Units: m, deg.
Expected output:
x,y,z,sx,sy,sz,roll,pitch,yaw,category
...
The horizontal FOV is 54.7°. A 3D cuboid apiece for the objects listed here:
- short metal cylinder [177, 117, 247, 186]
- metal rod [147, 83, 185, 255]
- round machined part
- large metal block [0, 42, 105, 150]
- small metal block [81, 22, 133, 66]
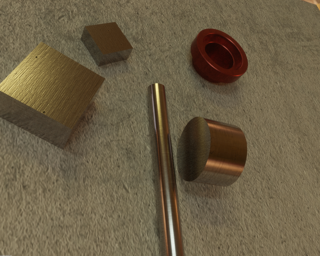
x,y,z,sx,sy,sz,roll,pitch,yaw,category
0.062,0.030,0.386,0.050,0.080,0.080,12,57,-22,short metal cylinder
0.008,0.075,0.363,0.025,0.025,0.299,9,58,-24,metal rod
0.093,-0.114,0.515,0.099,0.042,0.098,14,56,-21,round machined part
-0.120,-0.036,0.346,0.080,0.050,0.080,30,52,-10,large metal block
-0.075,-0.119,0.437,0.050,0.025,0.050,-24,75,-37,small metal block
